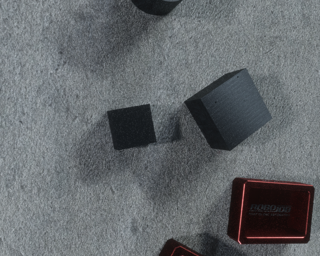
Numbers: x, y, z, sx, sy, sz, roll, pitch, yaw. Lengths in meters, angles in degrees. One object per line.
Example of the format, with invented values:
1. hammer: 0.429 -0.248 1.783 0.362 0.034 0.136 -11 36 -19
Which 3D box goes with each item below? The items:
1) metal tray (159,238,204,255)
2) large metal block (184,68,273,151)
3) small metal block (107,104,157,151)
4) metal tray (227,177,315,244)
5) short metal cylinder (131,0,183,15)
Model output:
1. metal tray: 0.020 0.228 0.414 0.090 0.030 0.130 34 79 -17
2. large metal block: 0.094 -0.025 0.431 0.080 0.050 0.080 -35 101 -17
3. small metal block: -0.036 -0.002 0.396 0.050 0.025 0.050 -12 94 -20
4. metal tray: 0.170 0.126 0.469 0.131 0.030 0.089 7 88 -20
5. short metal cylinder: 0.000 -0.193 0.396 0.081 0.050 0.080 0 90 -20
